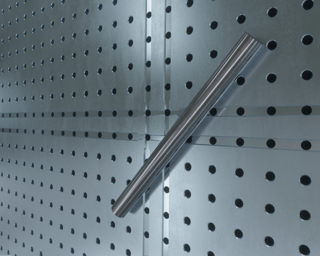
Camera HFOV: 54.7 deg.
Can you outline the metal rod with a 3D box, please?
[{"bbox_3d":[0.019,0.013,0.391,0.025,0.025,0.298,51,119,27],"label":"metal rod"}]
